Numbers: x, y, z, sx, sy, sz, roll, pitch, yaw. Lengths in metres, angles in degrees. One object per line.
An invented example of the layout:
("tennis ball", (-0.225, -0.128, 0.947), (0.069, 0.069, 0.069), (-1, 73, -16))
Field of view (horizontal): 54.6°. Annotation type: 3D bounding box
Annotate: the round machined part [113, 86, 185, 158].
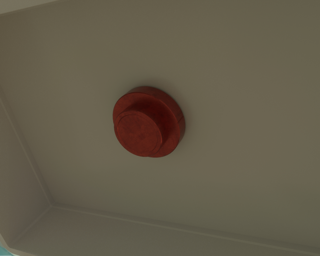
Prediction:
("round machined part", (-0.020, -0.001, 0.404), (0.098, 0.042, 0.097), (13, 124, 21))
